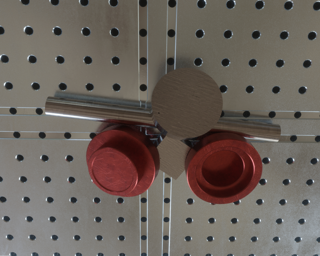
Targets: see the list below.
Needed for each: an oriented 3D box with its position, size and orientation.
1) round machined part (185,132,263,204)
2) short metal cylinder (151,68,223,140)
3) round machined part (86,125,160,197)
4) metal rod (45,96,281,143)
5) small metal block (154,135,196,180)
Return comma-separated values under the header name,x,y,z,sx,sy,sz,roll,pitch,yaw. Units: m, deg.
name,x,y,z,sx,sy,sz,roll,pitch,yaw
round machined part,0.083,0.050,0.417,0.099,0.042,0.097,-1,113,-3
short metal cylinder,0.029,-0.026,0.371,0.081,0.050,0.080,0,85,-4
round machined part,-0.053,0.048,0.404,0.098,0.042,0.097,6,112,16
metal rod,0.006,-0.011,0.406,0.302,0.025,0.025,7,110,-3
small metal block,0.016,0.034,0.422,0.050,0.025,0.050,35,106,-12
